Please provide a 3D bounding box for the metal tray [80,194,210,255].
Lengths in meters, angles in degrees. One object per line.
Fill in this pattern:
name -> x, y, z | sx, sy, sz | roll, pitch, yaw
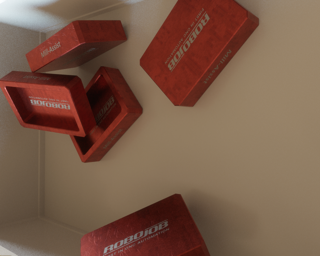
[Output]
metal tray -> -0.021, 0.133, 0.342 | 0.090, 0.131, 0.030 | -122, 9, -64

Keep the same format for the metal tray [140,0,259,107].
metal tray -> 0.040, -0.100, 0.369 | 0.090, 0.030, 0.129 | 52, 120, 27

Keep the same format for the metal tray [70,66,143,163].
metal tray -> -0.092, -0.018, 0.476 | 0.129, 0.030, 0.090 | -46, 63, 30

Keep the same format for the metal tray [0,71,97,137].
metal tray -> -0.169, -0.037, 0.470 | 0.130, 0.030, 0.089 | 8, 131, 22

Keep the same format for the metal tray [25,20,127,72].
metal tray -> -0.125, -0.120, 0.461 | 0.130, 0.091, 0.030 | -14, 97, 38
